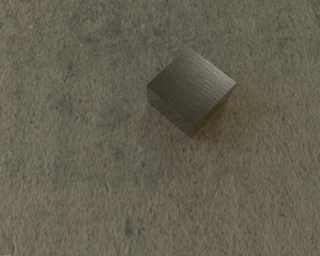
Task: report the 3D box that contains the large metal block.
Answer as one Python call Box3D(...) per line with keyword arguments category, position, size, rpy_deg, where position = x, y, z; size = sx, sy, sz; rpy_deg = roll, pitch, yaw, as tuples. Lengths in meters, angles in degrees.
Box3D(category="large metal block", position=(0.040, -0.047, 0.412), size=(0.080, 0.050, 0.080), rpy_deg=(41, 75, 13))
